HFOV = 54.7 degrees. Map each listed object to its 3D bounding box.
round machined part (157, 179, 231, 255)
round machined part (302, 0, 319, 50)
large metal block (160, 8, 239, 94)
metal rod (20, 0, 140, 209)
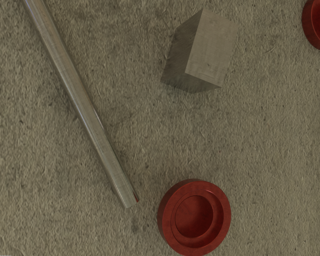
[{"bbox_3d":[0.042,0.116,0.416,0.099,0.042,0.097,0,90,-20],"label":"round machined part"},{"bbox_3d":[0.285,-0.178,0.505,0.099,0.042,0.097,0,90,-20],"label":"round machined part"},{"bbox_3d":[0.048,-0.093,0.397,0.050,0.080,0.080,18,84,-19],"label":"large metal block"},{"bbox_3d":[-0.098,-0.039,0.372,0.025,0.025,0.299,-27,99,-18],"label":"metal rod"}]
